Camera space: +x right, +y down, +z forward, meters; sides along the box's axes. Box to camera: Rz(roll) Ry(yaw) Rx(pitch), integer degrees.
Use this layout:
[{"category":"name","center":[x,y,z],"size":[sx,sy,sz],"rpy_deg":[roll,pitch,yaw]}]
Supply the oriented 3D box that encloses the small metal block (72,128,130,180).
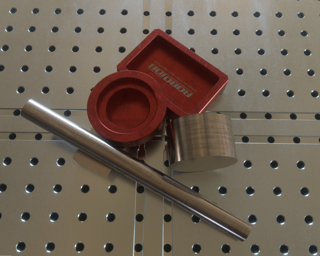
[{"category":"small metal block","center":[-0.075,0.032,0.399],"size":[0.050,0.025,0.050],"rpy_deg":[27,72,9]}]

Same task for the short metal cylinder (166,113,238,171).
[{"category":"short metal cylinder","center":[0.049,0.020,0.374],"size":[0.081,0.080,0.050],"rpy_deg":[-4,70,-2]}]

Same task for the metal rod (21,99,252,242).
[{"category":"metal rod","center":[-0.029,0.050,0.371],"size":[0.301,0.025,0.025],"rpy_deg":[30,72,1]}]

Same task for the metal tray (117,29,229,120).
[{"category":"metal tray","center":[0.017,-0.070,0.434],"size":[0.130,0.030,0.090],"rpy_deg":[38,74,12]}]

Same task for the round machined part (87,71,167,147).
[{"category":"round machined part","center":[-0.041,-0.022,0.402],"size":[0.099,0.042,0.098],"rpy_deg":[0,70,1]}]
